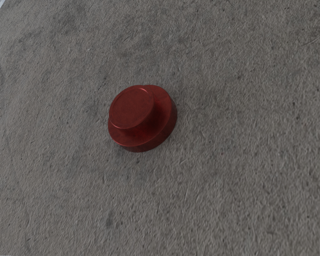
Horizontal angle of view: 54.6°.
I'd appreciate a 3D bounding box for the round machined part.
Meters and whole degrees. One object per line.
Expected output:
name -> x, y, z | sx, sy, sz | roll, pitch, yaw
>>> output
round machined part -> -0.030, -0.020, 0.422 | 0.098, 0.042, 0.098 | -13, 56, 21
